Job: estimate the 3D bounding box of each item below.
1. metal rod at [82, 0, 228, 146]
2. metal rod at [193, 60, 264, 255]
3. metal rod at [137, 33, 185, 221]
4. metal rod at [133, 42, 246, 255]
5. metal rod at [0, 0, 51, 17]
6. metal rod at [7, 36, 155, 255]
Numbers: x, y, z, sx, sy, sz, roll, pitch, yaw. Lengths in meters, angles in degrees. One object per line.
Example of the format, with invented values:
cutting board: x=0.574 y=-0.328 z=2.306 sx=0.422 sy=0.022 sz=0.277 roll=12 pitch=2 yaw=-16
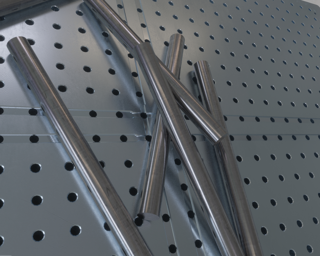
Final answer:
metal rod: x=-0.017 y=-0.095 z=0.432 sx=0.025 sy=0.025 sz=0.300 roll=-28 pitch=70 yaw=-37
metal rod: x=0.090 y=0.030 z=0.437 sx=0.025 sy=0.025 sz=0.299 roll=4 pitch=60 yaw=-26
metal rod: x=0.008 y=-0.024 z=0.426 sx=0.025 sy=0.025 sz=0.300 roll=21 pitch=54 yaw=-16
metal rod: x=0.034 y=0.030 z=0.382 sx=0.025 sy=0.025 sz=0.299 roll=-17 pitch=78 yaw=-35
metal rod: x=-0.177 y=-0.179 z=0.421 sx=0.025 sy=0.025 sz=0.302 roll=45 pitch=51 yaw=3
metal rod: x=-0.093 y=0.020 z=0.345 sx=0.025 sy=0.025 sz=0.299 roll=-24 pitch=75 yaw=-36
